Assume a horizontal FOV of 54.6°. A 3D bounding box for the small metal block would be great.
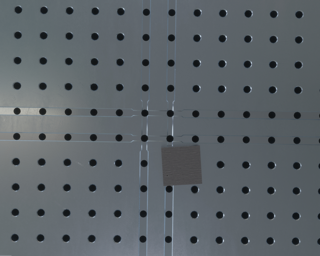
[{"bbox_3d":[0.028,0.049,0.414,0.050,0.025,0.050,-3,90,0],"label":"small metal block"}]
